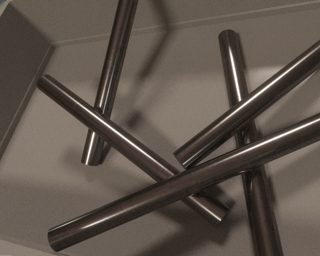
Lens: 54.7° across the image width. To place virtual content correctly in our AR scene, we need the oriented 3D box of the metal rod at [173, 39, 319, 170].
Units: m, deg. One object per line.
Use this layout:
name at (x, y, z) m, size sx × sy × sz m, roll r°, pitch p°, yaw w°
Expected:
metal rod at (0.140, -0.054, 0.341) m, size 0.301 × 0.025 × 0.025 m, roll -37°, pitch 51°, yaw -7°

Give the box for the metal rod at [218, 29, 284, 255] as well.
metal rod at (0.097, -0.001, 0.355) m, size 0.025 × 0.025 × 0.299 m, roll -14°, pitch 56°, yaw 20°

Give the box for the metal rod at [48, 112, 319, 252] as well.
metal rod at (0.029, 0.055, 0.311) m, size 0.301 × 0.025 × 0.025 m, roll -24°, pitch 53°, yaw 3°

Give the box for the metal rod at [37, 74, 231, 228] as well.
metal rod at (-0.049, 0.014, 0.375) m, size 0.300 × 0.025 × 0.025 m, roll 35°, pitch 81°, yaw 23°

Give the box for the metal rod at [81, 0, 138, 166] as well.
metal rod at (-0.060, -0.095, 0.414) m, size 0.025 × 0.025 × 0.298 m, roll 18°, pitch 96°, yaw 34°
